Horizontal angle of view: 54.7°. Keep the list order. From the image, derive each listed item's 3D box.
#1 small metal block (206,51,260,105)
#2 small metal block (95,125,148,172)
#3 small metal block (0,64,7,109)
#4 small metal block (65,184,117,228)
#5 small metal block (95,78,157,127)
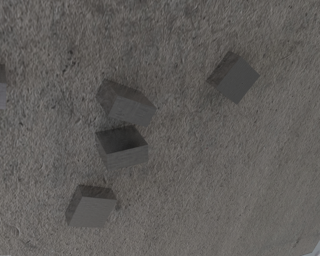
[{"bbox_3d":[0.099,-0.067,0.419,0.050,0.025,0.050,29,102,-38],"label":"small metal block"},{"bbox_3d":[-0.047,0.023,0.379,0.050,0.050,0.025,-12,124,-22],"label":"small metal block"},{"bbox_3d":[-0.166,-0.039,0.275,0.050,0.050,0.025,0,118,-29],"label":"small metal block"},{"bbox_3d":[-0.094,0.107,0.422,0.050,0.025,0.050,16,110,-35],"label":"small metal block"},{"bbox_3d":[-0.039,-0.029,0.351,0.050,0.050,0.025,16,110,-35],"label":"small metal block"}]
